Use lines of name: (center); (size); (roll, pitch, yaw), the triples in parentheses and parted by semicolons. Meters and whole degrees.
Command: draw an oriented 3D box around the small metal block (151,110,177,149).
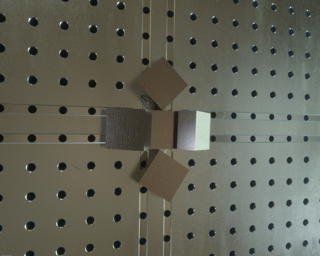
small metal block: (0.001, 0.002, 0.412); (0.050, 0.025, 0.050); (1, 89, -20)

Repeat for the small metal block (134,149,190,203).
small metal block: (0.002, 0.062, 0.413); (0.050, 0.025, 0.050); (36, 79, -15)

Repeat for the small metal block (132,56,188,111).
small metal block: (0.000, -0.057, 0.412); (0.050, 0.025, 0.050); (-46, 104, -15)

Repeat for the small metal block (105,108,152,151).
small metal block: (-0.039, 0.002, 0.385); (0.050, 0.025, 0.050); (2, 90, 16)

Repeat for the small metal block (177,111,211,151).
small metal block: (0.046, 0.004, 0.415); (0.050, 0.025, 0.050); (4, 88, -60)
